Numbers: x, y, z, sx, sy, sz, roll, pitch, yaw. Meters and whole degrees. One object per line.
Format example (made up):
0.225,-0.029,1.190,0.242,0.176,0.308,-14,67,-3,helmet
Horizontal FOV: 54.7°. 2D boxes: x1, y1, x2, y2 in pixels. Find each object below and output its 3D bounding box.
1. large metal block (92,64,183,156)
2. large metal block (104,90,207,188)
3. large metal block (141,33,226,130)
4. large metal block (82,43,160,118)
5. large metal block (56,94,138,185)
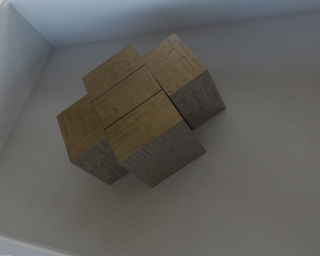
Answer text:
-0.024,-0.019,0.392,0.080,0.080,0.050,-35,52,5,large metal block
-0.003,0.016,0.361,0.080,0.080,0.050,-35,52,5,large metal block
0.030,-0.057,0.387,0.050,0.080,0.080,-35,52,5,large metal block
-0.044,-0.053,0.423,0.080,0.080,0.050,-35,52,5,large metal block
-0.079,0.016,0.399,0.050,0.080,0.080,-35,52,5,large metal block
